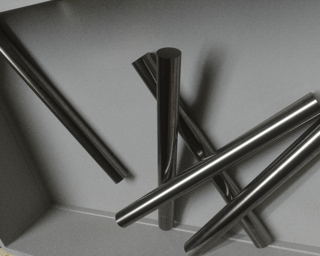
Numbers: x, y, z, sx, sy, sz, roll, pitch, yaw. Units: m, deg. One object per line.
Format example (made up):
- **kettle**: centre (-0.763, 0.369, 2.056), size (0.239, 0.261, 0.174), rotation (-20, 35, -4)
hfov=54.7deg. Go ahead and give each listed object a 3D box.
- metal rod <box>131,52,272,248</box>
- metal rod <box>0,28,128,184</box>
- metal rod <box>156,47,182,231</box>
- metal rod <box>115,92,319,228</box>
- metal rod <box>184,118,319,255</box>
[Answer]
- **metal rod**: centre (0.060, 0.037, 0.399), size (0.025, 0.025, 0.299), rotation (-26, 105, 36)
- **metal rod**: centre (-0.155, -0.034, 0.466), size (0.025, 0.025, 0.300), rotation (-34, 100, 38)
- **metal rod**: centre (0.009, 0.040, 0.403), size (0.025, 0.025, 0.298), rotation (16, 132, 19)
- **metal rod**: centre (0.052, 0.053, 0.379), size (0.299, 0.025, 0.025), rotation (-37, 98, 27)
- **metal rod**: centre (0.119, 0.070, 0.364), size (0.025, 0.025, 0.298), rotation (37, 121, 3)
